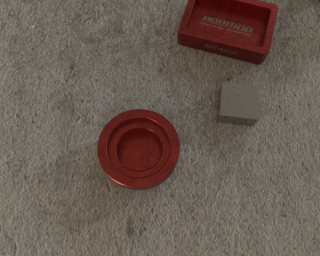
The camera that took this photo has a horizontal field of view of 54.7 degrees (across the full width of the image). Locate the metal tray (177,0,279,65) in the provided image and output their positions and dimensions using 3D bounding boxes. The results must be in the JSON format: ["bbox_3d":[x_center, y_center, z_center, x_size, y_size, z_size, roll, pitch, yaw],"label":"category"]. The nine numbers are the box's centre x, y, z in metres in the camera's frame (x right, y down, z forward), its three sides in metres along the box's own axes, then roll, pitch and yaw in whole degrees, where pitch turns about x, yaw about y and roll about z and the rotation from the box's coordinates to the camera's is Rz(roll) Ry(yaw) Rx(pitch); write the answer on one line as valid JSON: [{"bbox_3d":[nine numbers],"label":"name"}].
[{"bbox_3d":[0.100,-0.154,0.462,0.131,0.030,0.090,16,71,5],"label":"metal tray"}]

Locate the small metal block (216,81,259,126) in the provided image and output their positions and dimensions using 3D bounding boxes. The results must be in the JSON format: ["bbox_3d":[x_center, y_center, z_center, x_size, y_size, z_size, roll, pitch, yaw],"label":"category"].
[{"bbox_3d":[0.106,-0.033,0.421,0.050,0.025,0.050,7,70,2],"label":"small metal block"}]

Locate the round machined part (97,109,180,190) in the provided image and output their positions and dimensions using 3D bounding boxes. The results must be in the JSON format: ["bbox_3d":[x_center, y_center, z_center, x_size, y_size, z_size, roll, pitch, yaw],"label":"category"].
[{"bbox_3d":[-0.026,0.029,0.388,0.099,0.042,0.098,0,70,0],"label":"round machined part"}]
